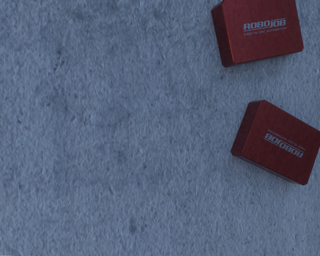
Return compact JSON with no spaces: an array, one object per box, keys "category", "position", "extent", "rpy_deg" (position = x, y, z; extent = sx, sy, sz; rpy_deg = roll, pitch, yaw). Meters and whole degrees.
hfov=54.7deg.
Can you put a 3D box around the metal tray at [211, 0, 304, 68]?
[{"category":"metal tray","position":[0.148,-0.147,0.462],"extent":[0.131,0.030,0.089],"rpy_deg":[-14,95,-20]}]

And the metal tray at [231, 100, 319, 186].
[{"category":"metal tray","position":[0.182,0.024,0.476],"extent":[0.131,0.030,0.090],"rpy_deg":[25,82,-19]}]
